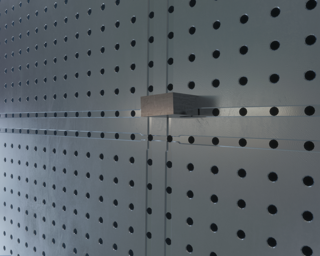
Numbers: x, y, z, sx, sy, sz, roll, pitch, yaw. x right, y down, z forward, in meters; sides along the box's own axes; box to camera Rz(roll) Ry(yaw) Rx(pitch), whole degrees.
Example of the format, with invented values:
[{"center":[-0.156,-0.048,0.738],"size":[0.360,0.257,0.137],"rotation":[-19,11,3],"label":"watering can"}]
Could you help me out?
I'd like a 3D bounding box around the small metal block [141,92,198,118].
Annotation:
[{"center":[0.012,-0.027,0.384],"size":[0.050,0.050,0.025],"rotation":[-3,88,40],"label":"small metal block"}]
